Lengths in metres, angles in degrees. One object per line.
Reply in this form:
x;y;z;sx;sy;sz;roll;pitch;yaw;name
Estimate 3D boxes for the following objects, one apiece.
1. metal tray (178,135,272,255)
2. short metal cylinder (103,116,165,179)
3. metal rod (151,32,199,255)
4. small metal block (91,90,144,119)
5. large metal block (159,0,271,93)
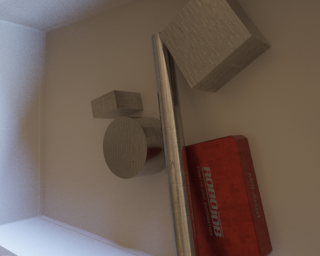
0.064;0.080;0.349;0.090;0.030;0.129;-17;79;38;metal tray
-0.030;0.025;0.413;0.080;0.050;0.079;0;90;39;short metal cylinder
0.017;0.029;0.349;0.025;0.025;0.299;-19;70;38;metal rod
-0.060;-0.032;0.438;0.050;0.050;0.025;-18;79;38;small metal block
0.058;-0.097;0.341;0.080;0.050;0.080;-41;66;32;large metal block
